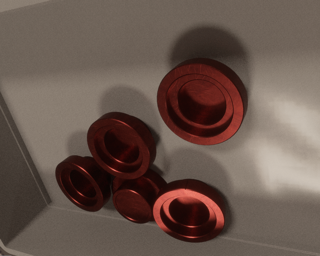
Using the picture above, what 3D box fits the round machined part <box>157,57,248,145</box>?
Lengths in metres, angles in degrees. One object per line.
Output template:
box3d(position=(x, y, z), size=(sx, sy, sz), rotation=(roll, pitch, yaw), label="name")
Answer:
box3d(position=(0.050, -0.033, 0.351), size=(0.098, 0.042, 0.097), rotation=(13, 124, 20), label="round machined part")

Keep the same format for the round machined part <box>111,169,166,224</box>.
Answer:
box3d(position=(-0.034, 0.109, 0.482), size=(0.098, 0.042, 0.097), rotation=(13, 124, 20), label="round machined part")

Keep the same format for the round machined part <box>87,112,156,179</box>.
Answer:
box3d(position=(-0.049, 0.020, 0.435), size=(0.098, 0.042, 0.097), rotation=(13, 124, 20), label="round machined part")

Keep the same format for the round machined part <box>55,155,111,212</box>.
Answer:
box3d(position=(-0.120, 0.085, 0.507), size=(0.098, 0.042, 0.097), rotation=(16, 126, 25), label="round machined part")

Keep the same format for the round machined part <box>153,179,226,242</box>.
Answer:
box3d(position=(0.043, 0.110, 0.435), size=(0.098, 0.042, 0.097), rotation=(7, 120, 12), label="round machined part")
